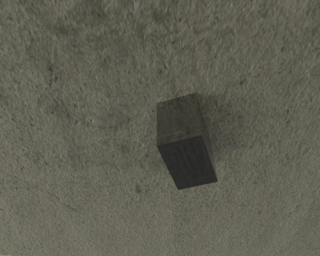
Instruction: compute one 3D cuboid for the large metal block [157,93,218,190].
[{"bbox_3d":[0.033,0.016,0.385,0.050,0.080,0.080,-15,129,12],"label":"large metal block"}]
